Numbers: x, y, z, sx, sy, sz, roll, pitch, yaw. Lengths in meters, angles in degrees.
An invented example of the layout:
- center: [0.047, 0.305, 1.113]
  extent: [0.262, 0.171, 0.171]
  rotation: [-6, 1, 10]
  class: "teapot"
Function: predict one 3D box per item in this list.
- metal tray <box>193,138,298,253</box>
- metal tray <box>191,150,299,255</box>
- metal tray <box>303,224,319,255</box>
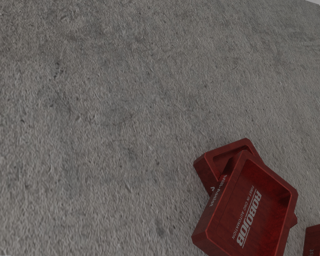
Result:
- center: [0.112, 0.084, 0.409]
  extent: [0.091, 0.030, 0.130]
  rotation: [-16, 70, -34]
  class: "metal tray"
- center: [0.102, 0.099, 0.355]
  extent: [0.090, 0.030, 0.131]
  rotation: [39, 51, -2]
  class: "metal tray"
- center: [0.228, 0.202, 0.400]
  extent: [0.090, 0.030, 0.130]
  rotation: [35, 51, -5]
  class: "metal tray"
